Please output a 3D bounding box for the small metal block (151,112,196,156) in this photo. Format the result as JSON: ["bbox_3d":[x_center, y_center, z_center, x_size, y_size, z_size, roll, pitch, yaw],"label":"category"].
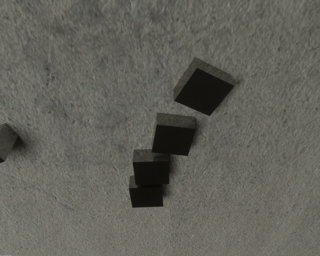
[{"bbox_3d":[0.017,0.009,0.415,0.050,0.025,0.050,6,130,-6],"label":"small metal block"}]

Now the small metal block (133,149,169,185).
[{"bbox_3d":[-0.012,0.058,0.456,0.050,0.025,0.050,-2,130,1],"label":"small metal block"}]

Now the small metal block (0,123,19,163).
[{"bbox_3d":[-0.224,0.026,0.409,0.050,0.050,0.025,-20,128,16],"label":"small metal block"}]

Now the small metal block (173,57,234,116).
[{"bbox_3d":[0.051,-0.048,0.367,0.050,0.025,0.050,22,127,-18],"label":"small metal block"}]

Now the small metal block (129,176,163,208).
[{"bbox_3d":[-0.021,0.101,0.493,0.050,0.025,0.050,-2,130,1],"label":"small metal block"}]
